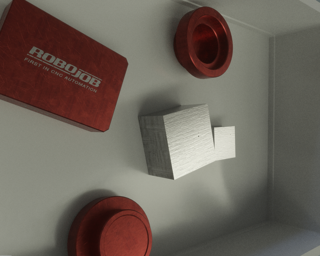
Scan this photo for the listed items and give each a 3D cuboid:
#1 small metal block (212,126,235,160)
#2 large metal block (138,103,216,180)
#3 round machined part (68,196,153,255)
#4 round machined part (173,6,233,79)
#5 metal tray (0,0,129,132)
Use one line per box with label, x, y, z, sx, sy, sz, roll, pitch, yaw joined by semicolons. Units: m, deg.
small metal block;0.093;0.023;0.487;0.050;0.025;0.050;-3;92;-40
large metal block;0.024;0.015;0.413;0.081;0.050;0.079;-17;101;-39
round machined part;-0.048;0.126;0.346;0.099;0.042;0.098;12;71;-38
round machined part;0.058;-0.119;0.446;0.099;0.042;0.097;0;90;-40
metal tray;-0.103;-0.057;0.318;0.131;0.030;0.090;24;75;-38
